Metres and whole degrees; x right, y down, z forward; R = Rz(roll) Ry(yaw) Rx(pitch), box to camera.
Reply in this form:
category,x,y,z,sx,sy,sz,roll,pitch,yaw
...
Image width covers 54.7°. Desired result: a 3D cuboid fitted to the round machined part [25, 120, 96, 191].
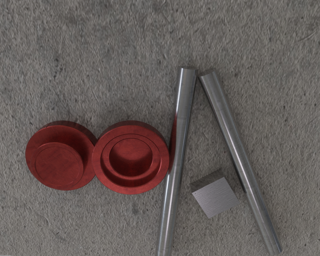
category,x,y,z,sx,sy,sz,roll,pitch,yaw
round machined part,-0.131,0.042,0.415,0.099,0.042,0.097,0,110,0

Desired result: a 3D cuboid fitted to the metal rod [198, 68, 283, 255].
category,x,y,z,sx,sy,sz,roll,pitch,yaw
metal rod,0.118,0.059,0.432,0.025,0.025,0.299,-22,109,8

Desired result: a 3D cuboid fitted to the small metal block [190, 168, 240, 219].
category,x,y,z,sx,sy,sz,roll,pitch,yaw
small metal block,0.079,0.094,0.445,0.050,0.025,0.050,-30,108,10

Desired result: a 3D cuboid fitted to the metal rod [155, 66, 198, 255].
category,x,y,z,sx,sy,sz,roll,pitch,yaw
metal rod,0.020,0.064,0.433,0.025,0.025,0.298,5,110,-2

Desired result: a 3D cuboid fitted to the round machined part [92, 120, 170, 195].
category,x,y,z,sx,sy,sz,roll,pitch,yaw
round machined part,-0.038,0.035,0.411,0.099,0.042,0.097,-1,110,-4
